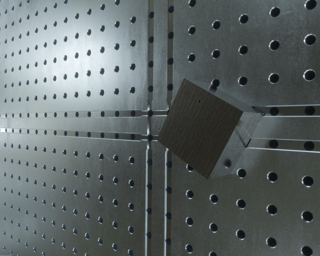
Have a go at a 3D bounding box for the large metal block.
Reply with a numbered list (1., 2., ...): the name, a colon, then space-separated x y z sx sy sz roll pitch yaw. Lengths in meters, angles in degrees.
1. large metal block: 0.054 -0.001 0.349 0.080 0.050 0.080 37 112 34
